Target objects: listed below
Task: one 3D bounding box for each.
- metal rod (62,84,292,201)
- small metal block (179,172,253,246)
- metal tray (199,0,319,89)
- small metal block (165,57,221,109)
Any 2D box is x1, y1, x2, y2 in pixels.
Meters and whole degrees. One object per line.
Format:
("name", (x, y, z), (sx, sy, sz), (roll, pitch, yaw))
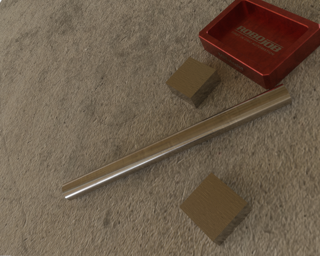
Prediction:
("metal rod", (0.011, 0.023, 0.382), (0.301, 0.025, 0.025), (-25, 53, 12))
("small metal block", (0.058, 0.083, 0.322), (0.050, 0.025, 0.050), (-46, 52, -5))
("metal tray", (0.125, -0.118, 0.406), (0.090, 0.030, 0.130), (-42, 51, -2))
("small metal block", (0.045, -0.062, 0.417), (0.050, 0.025, 0.050), (-48, 52, -6))
